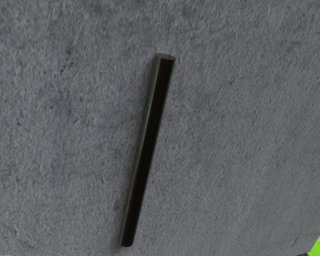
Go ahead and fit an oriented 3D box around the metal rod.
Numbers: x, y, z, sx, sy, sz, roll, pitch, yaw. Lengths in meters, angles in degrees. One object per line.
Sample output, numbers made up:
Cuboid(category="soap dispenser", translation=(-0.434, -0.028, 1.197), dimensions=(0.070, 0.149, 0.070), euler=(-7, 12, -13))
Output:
Cuboid(category="metal rod", translation=(-0.024, 0.047, 0.424), dimensions=(0.025, 0.025, 0.298), euler=(-2, 119, -28))
